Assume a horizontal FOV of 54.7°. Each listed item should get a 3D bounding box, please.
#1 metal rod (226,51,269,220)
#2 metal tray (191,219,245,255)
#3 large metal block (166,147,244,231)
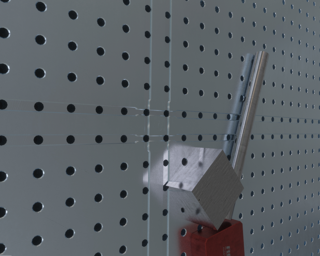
[{"bbox_3d":[0.144,0.005,0.530,0.025,0.025,0.299,27,73,-37],"label":"metal rod"},{"bbox_3d":[0.095,0.218,0.487,0.091,0.030,0.129,-9,96,-40],"label":"metal tray"},{"bbox_3d":[0.068,0.086,0.450,0.080,0.050,0.080,-47,118,-30],"label":"large metal block"}]
